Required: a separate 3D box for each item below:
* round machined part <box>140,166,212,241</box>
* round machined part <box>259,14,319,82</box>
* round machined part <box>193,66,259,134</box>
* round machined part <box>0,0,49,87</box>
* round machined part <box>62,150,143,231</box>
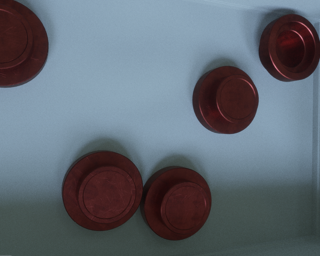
[{"bbox_3d":[0.026,0.102,0.413,0.099,0.042,0.097,0,90,-21],"label":"round machined part"},{"bbox_3d":[0.192,-0.119,0.474,0.099,0.042,0.097,0,90,-21],"label":"round machined part"},{"bbox_3d":[0.100,-0.040,0.440,0.099,0.042,0.097,0,90,-21],"label":"round machined part"},{"bbox_3d":[-0.174,-0.095,0.337,0.099,0.042,0.097,0,90,-21],"label":"round machined part"},{"bbox_3d":[-0.067,0.077,0.377,0.099,0.042,0.097,0,90,-21],"label":"round machined part"}]
